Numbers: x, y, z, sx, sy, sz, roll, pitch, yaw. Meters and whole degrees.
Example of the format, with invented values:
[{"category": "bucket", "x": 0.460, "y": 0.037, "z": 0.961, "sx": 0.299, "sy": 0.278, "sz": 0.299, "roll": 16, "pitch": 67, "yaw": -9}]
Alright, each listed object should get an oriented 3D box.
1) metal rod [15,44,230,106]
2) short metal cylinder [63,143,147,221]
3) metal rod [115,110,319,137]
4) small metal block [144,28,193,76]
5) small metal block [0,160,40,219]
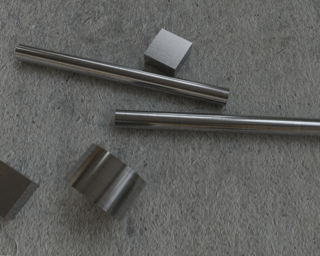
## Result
[{"category": "metal rod", "x": -0.055, "y": -0.075, "z": 0.435, "sx": 0.302, "sy": 0.025, "sz": 0.025, "roll": 13, "pitch": 71, "yaw": 4}, {"category": "short metal cylinder", "x": -0.062, "y": 0.062, "z": 0.356, "sx": 0.080, "sy": 0.080, "sz": 0.050, "roll": 34, "pitch": 74, "yaw": 11}, {"category": "metal rod", "x": 0.093, "y": -0.006, "z": 0.410, "sx": 0.302, "sy": 0.025, "sz": 0.025, "roll": 3, "pitch": 70, "yaw": 0}, {"category": "small metal block", "x": 0.012, "y": -0.108, "z": 0.448, "sx": 0.050, "sy": 0.025, "sz": 0.050, "roll": 29, "pitch": 72, "yaw": 10}, {"category": "small metal block", "x": -0.187, "y": 0.076, "z": 0.379, "sx": 0.050, "sy": 0.025, "sz": 0.050, "roll": 30, "pitch": 73, "yaw": 10}]
